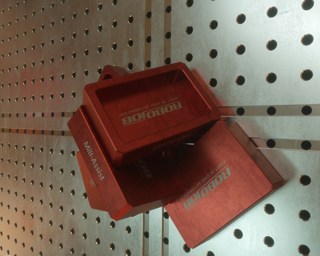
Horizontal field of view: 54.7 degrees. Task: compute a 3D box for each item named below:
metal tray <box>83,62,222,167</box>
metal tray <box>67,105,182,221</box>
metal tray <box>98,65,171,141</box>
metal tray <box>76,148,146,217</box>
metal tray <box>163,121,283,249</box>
[{"bbox_3d":[-0.008,-0.021,0.346,0.090,0.131,0.030,59,151,23],"label":"metal tray"},{"bbox_3d":[-0.040,0.033,0.358,0.030,0.091,0.130,-46,63,30],"label":"metal tray"},{"bbox_3d":[-0.049,-0.020,0.444,0.130,0.030,0.089,43,116,31],"label":"metal tray"},{"bbox_3d":[-0.068,0.069,0.429,0.130,0.030,0.089,-12,93,54],"label":"metal tray"},{"bbox_3d":[0.059,0.065,0.355,0.129,0.030,0.090,-48,62,29],"label":"metal tray"}]
